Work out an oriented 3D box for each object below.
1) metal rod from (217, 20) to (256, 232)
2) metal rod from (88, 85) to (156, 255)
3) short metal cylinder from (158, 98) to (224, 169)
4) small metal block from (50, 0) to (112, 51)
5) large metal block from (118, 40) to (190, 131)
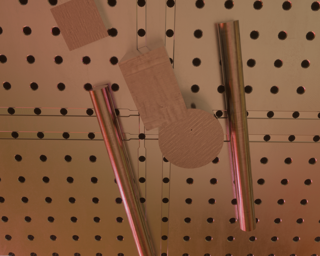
[{"bbox_3d":[0.107,0.011,0.419,0.025,0.025,0.298,-10,110,3],"label":"metal rod"},{"bbox_3d":[-0.047,0.085,0.444,0.025,0.025,0.298,-12,110,4],"label":"metal rod"},{"bbox_3d":[0.038,0.006,0.403,0.081,0.050,0.079,0,110,-1],"label":"short metal cylinder"},{"bbox_3d":[-0.092,-0.125,0.366,0.050,0.025,0.050,-20,109,6],"label":"small metal block"},{"bbox_3d":[-0.006,-0.053,0.364,0.050,0.080,0.080,-20,109,7],"label":"large metal block"}]
